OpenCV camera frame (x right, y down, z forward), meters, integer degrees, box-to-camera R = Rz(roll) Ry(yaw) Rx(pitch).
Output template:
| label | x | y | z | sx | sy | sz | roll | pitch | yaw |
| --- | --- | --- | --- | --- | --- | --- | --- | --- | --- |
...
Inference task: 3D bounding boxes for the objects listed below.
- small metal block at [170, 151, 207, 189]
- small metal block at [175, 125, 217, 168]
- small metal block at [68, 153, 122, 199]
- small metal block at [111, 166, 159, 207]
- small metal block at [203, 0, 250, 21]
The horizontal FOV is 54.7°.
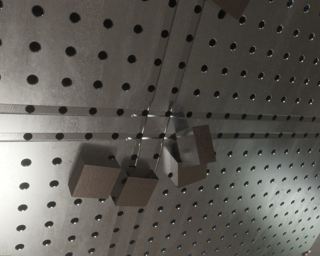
| label | x | y | z | sx | sy | sz | roll | pitch | yaw |
| --- | --- | --- | --- | --- | --- | --- | --- | --- | --- |
| small metal block | 0.044 | 0.058 | 0.474 | 0.050 | 0.025 | 0.050 | -16 | 125 | -20 |
| small metal block | 0.048 | 0.026 | 0.426 | 0.025 | 0.050 | 0.050 | -8 | 82 | -25 |
| small metal block | -0.086 | 0.064 | 0.405 | 0.050 | 0.025 | 0.050 | 13 | 112 | -34 |
| small metal block | -0.037 | 0.085 | 0.445 | 0.050 | 0.025 | 0.050 | 12 | 112 | -34 |
| small metal block | 0.081 | -0.161 | 0.357 | 0.050 | 0.025 | 0.050 | 19 | 108 | -36 |
